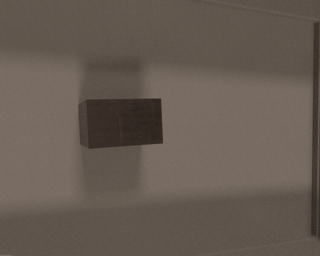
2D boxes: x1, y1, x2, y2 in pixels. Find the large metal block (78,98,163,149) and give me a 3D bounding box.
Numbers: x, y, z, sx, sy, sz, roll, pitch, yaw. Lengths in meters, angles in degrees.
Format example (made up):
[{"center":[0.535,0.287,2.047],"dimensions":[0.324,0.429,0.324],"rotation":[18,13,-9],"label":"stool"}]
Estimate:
[{"center":[-0.049,-0.006,0.364],"dimensions":[0.081,0.080,0.050],"rotation":[-3,91,-20],"label":"large metal block"}]
